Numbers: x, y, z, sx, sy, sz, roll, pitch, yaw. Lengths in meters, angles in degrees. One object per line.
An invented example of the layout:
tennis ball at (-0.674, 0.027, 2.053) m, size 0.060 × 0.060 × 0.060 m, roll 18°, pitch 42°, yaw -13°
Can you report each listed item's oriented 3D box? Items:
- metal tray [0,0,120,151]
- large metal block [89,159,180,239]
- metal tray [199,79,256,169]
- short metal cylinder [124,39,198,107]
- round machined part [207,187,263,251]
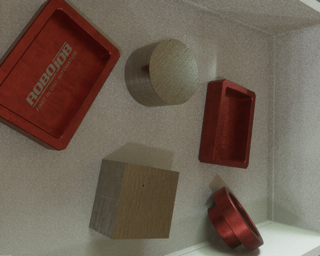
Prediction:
metal tray at (-0.108, -0.053, 0.313) m, size 0.090 × 0.030 × 0.130 m, roll 39°, pitch 66°, yaw -33°
large metal block at (-0.029, 0.084, 0.368) m, size 0.081 × 0.050 × 0.080 m, roll 16°, pitch 80°, yaw -39°
metal tray at (0.110, -0.004, 0.498) m, size 0.091 × 0.030 × 0.129 m, roll 13°, pitch 82°, yaw -40°
short metal cylinder at (0.002, -0.068, 0.394) m, size 0.081 × 0.050 × 0.079 m, roll 0°, pitch 90°, yaw -40°
round machined part at (0.108, 0.141, 0.466) m, size 0.042 × 0.098 × 0.098 m, roll -36°, pitch 120°, yaw 10°
